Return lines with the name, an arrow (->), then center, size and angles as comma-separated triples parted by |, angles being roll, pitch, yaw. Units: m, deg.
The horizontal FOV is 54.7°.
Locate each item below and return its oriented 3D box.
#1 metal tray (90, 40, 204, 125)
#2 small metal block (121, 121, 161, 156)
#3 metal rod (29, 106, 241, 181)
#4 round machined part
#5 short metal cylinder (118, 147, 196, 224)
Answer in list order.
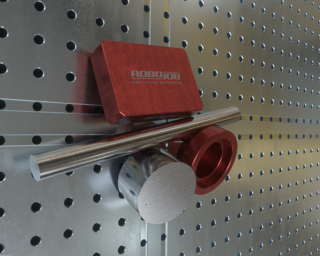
metal tray -> -0.012, -0.055, 0.379 | 0.131, 0.030, 0.090 | -7, 76, -41
small metal block -> -0.025, 0.015, 0.401 | 0.050, 0.025, 0.050 | 23, 76, -38
metal rod -> 0.000, 0.008, 0.377 | 0.302, 0.025, 0.025 | -14, 99, -39
round machined part -> 0.062, 0.041, 0.437 | 0.099, 0.042, 0.097 | -23, 127, -34
short metal cylinder -> -0.003, 0.068, 0.377 | 0.081, 0.050, 0.079 | -14, 116, -30
